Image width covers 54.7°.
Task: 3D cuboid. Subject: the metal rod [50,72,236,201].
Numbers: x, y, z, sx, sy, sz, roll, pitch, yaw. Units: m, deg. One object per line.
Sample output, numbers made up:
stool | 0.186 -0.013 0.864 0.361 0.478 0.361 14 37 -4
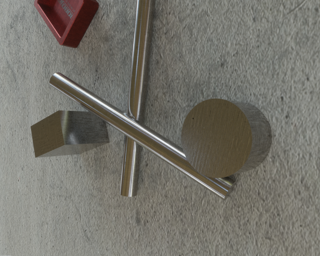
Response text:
metal rod | -0.039 -0.001 0.404 0.300 0.025 0.025 31 110 25

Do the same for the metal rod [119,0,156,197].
metal rod | -0.030 -0.054 0.427 0.025 0.025 0.298 9 96 39

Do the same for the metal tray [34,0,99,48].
metal tray | -0.165 -0.213 0.534 0.090 0.030 0.130 -51 61 27

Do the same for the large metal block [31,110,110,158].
large metal block | -0.139 0.010 0.481 0.080 0.081 0.050 -21 77 38

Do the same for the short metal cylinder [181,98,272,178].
short metal cylinder | 0.070 0.010 0.330 0.080 0.050 0.079 0 90 39
